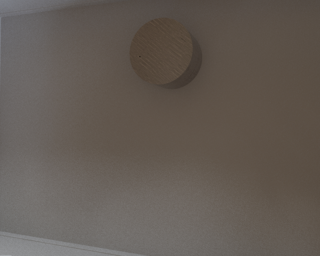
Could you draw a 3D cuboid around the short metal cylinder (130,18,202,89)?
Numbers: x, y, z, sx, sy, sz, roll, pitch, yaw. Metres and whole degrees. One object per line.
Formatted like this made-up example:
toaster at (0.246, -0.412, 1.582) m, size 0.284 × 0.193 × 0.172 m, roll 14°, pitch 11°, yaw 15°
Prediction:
short metal cylinder at (0.009, -0.092, 0.395) m, size 0.080 × 0.050 × 0.080 m, roll 0°, pitch 90°, yaw 20°
